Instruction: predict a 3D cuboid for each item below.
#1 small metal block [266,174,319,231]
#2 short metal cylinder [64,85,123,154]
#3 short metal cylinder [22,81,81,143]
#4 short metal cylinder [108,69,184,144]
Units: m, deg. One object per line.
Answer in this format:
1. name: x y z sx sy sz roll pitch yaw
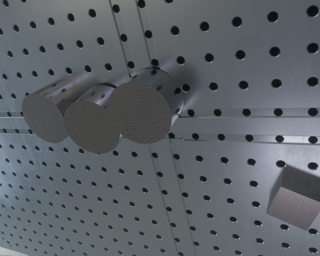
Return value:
1. small metal block: 0.166 0.091 0.381 0.050 0.025 0.050 22 127 15
2. short metal cylinder: -0.082 -0.012 0.425 0.080 0.050 0.079 9 123 14
3. short metal cylinder: -0.155 -0.024 0.462 0.080 0.050 0.079 13 124 21
4. short metal cylinder: -0.016 -0.027 0.382 0.080 0.050 0.079 9 120 17
